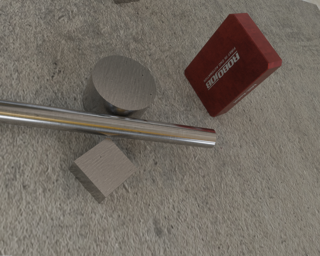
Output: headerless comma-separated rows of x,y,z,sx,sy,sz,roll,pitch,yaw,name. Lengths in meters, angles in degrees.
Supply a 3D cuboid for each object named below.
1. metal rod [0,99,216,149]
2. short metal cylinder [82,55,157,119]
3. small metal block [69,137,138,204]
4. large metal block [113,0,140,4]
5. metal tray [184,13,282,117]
-0.078,-0.006,0.345,0.302,0.025,0.025,8,58,-17,metal rod
-0.051,-0.043,0.388,0.081,0.050,0.080,14,56,-21,short metal cylinder
-0.062,0.046,0.343,0.050,0.025,0.050,47,51,4,small metal block
-0.059,-0.262,0.498,0.050,0.080,0.080,-26,76,-37,large metal block
0.097,-0.086,0.443,0.030,0.129,0.090,-19,72,-36,metal tray
